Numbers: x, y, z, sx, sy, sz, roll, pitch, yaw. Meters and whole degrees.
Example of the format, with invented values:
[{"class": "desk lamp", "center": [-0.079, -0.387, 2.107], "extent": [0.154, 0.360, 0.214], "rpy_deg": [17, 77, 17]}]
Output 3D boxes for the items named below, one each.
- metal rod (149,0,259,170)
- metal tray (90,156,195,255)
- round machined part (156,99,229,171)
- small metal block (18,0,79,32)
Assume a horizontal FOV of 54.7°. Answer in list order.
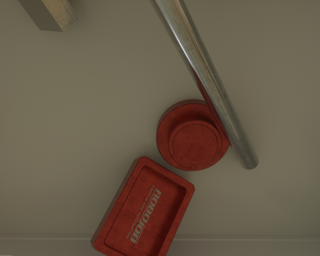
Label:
[{"class": "metal rod", "center": [0.057, -0.041, 0.333], "extent": [0.025, 0.025, 0.300], "rpy_deg": [-29, 133, 10]}, {"class": "metal tray", "center": [-0.020, 0.114, 0.411], "extent": [0.090, 0.030, 0.130], "rpy_deg": [32, 69, -11]}, {"class": "round machined part", "center": [0.044, 0.014, 0.408], "extent": [0.099, 0.042, 0.097], "rpy_deg": [0, 110, -1]}, {"class": "small metal block", "center": [-0.125, -0.134, 0.336], "extent": [0.025, 0.050, 0.050], "rpy_deg": [-52, 137, -23]}]
